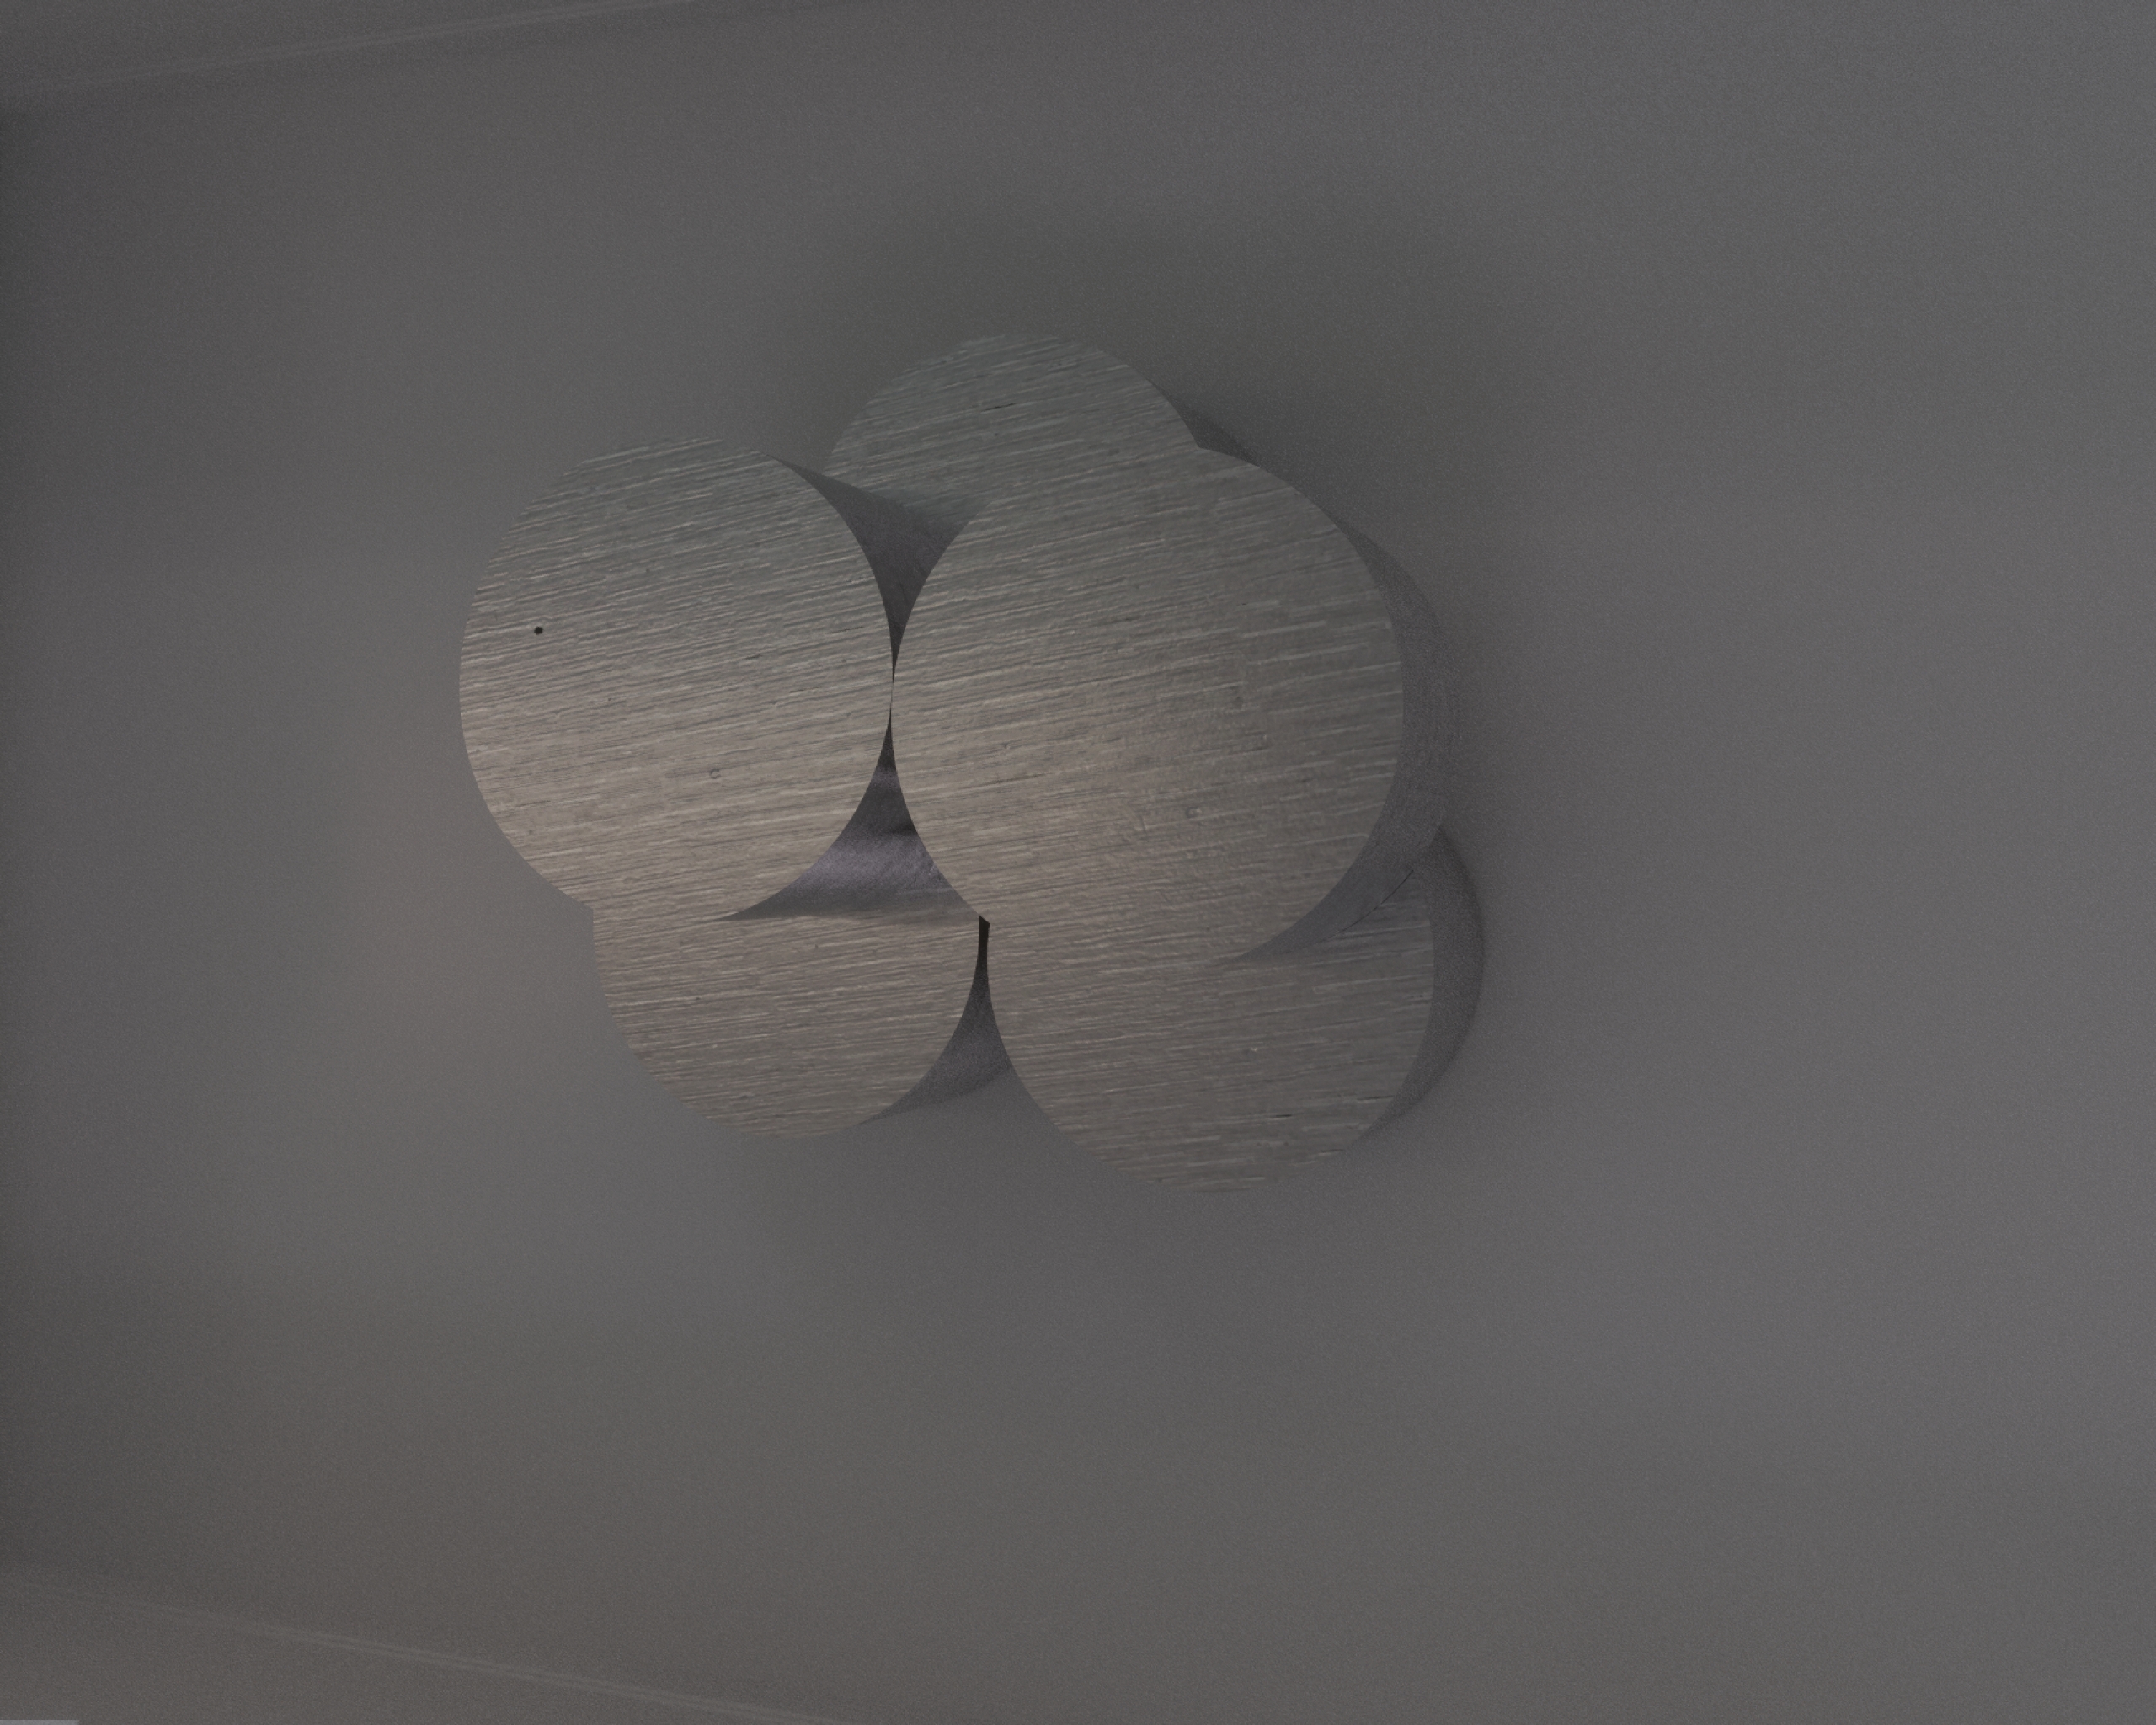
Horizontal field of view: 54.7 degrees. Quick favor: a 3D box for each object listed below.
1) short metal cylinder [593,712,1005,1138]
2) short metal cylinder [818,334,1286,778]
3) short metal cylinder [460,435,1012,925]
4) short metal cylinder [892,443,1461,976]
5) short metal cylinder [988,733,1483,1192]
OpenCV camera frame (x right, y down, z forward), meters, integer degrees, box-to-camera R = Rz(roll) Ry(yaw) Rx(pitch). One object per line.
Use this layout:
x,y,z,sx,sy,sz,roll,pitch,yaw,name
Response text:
-0.047,0.011,0.412,0.080,0.050,0.080,0,90,20,short metal cylinder
-0.005,-0.055,0.397,0.080,0.050,0.080,0,90,20,short metal cylinder
-0.058,-0.030,0.363,0.080,0.050,0.080,0,90,20,short metal cylinder
0.017,-0.023,0.335,0.080,0.050,0.080,0,90,20,short metal cylinder
0.030,0.017,0.385,0.080,0.050,0.080,0,90,20,short metal cylinder
